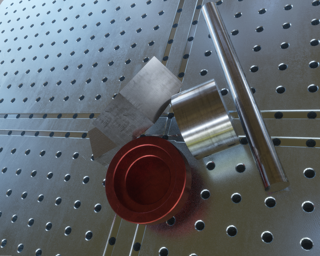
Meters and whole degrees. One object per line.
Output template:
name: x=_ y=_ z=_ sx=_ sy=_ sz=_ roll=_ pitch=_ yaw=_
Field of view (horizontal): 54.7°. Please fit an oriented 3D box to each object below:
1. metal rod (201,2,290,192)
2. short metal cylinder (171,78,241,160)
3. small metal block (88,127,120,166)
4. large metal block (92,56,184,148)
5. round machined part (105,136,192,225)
metal rod: x=0.097 y=-0.063 z=0.394 sx=0.025 sy=0.025 sz=0.299 roll=-21 pitch=54 yaw=16
short metal cylinder: x=0.053 y=-0.010 z=0.350 sx=0.050 sy=0.080 sz=0.080 roll=-22 pitch=54 yaw=14
small metal block: x=-0.068 y=0.017 z=0.432 sx=0.050 sy=0.025 sz=0.050 roll=-29 pitch=52 yaw=9
large metal block: x=-0.027 y=-0.030 z=0.384 sx=0.080 sy=0.050 sz=0.080 roll=-37 pitch=13 yaw=49
round machined part: x=-0.010 y=0.062 z=0.358 sx=0.098 sy=0.042 sz=0.098 roll=-9 pitch=66 yaw=20
